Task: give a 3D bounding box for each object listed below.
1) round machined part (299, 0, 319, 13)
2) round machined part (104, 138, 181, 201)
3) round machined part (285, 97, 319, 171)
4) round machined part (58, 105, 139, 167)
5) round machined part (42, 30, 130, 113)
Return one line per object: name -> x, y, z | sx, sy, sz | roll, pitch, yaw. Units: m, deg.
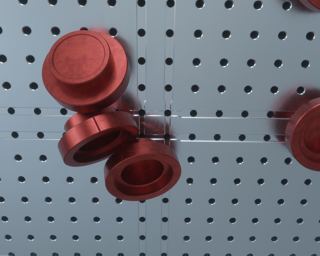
round machined part -> 0.193, -0.178, 0.342 | 0.099, 0.042, 0.097 | 0, 110, -1
round machined part -> -0.025, 0.051, 0.409 | 0.099, 0.042, 0.097 | -9, 135, -9
round machined part -> 0.214, 0.005, 0.409 | 0.099, 0.042, 0.097 | 0, 110, -1
round machined part -> -0.079, 0.006, 0.386 | 0.098, 0.098, 0.042 | -32, 71, 11
round machined part -> -0.086, -0.070, 0.349 | 0.099, 0.042, 0.098 | -1, 69, 3
